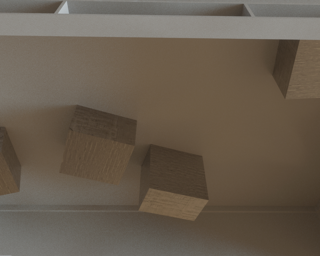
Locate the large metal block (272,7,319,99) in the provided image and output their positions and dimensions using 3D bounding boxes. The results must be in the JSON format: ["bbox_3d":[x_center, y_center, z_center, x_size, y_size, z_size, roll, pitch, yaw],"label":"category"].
[{"bbox_3d":[0.173,-0.079,0.327,0.080,0.050,0.080,-3,130,2],"label":"large metal block"}]

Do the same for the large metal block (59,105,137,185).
[{"bbox_3d":[-0.082,0.025,0.413,0.081,0.050,0.079,15,129,-13],"label":"large metal block"}]

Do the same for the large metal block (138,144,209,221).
[{"bbox_3d":[0.017,0.076,0.438,0.081,0.080,0.050,14,129,-12],"label":"large metal block"}]

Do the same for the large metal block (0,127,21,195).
[{"bbox_3d":[-0.243,0.051,0.421,0.081,0.050,0.079,-10,132,-13],"label":"large metal block"}]
